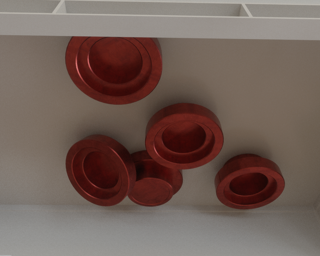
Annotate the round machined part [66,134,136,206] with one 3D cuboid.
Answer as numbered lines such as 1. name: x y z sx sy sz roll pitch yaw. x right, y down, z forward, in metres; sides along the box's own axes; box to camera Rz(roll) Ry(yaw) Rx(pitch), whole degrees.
1. round machined part: -0.076 0.054 0.425 0.098 0.042 0.097 8 112 21

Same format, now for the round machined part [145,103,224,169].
1. round machined part: 0.031 0.006 0.404 0.099 0.042 0.097 -1 130 0

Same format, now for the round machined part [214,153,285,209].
1. round machined part: 0.131 0.076 0.465 0.099 0.042 0.097 -1 130 0

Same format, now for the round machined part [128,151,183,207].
1. round machined part: -0.015 0.082 0.468 0.099 0.042 0.097 -1 130 0

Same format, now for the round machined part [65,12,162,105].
1. round machined part: -0.047 -0.076 0.332 0.099 0.042 0.097 -1 130 0
